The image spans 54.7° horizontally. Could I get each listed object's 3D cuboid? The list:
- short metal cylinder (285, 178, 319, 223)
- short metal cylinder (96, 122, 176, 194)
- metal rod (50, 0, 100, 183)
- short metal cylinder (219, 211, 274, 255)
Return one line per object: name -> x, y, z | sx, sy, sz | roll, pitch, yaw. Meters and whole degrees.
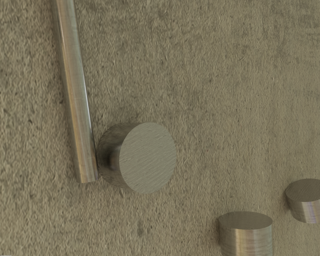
short metal cylinder -> 0.299, 0.144, 0.619 | 0.081, 0.080, 0.050 | -33, 111, -35
short metal cylinder -> -0.027, 0.033, 0.365 | 0.081, 0.050, 0.080 | 0, 90, -40
metal rod -> -0.096, -0.091, 0.323 | 0.025, 0.025, 0.298 | -12, 97, -39
short metal cylinder -> 0.134, 0.167, 0.481 | 0.081, 0.080, 0.050 | -6, 94, -40
